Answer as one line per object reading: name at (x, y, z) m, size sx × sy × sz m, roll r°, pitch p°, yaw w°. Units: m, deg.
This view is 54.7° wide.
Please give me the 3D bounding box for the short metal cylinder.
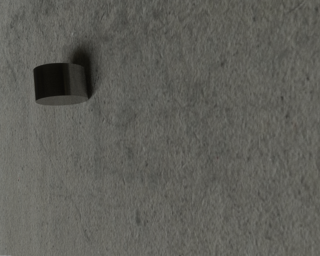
short metal cylinder at (-0.158, -0.068, 0.497) m, size 0.080 × 0.081 × 0.050 m, roll -10°, pitch 84°, yaw 39°
